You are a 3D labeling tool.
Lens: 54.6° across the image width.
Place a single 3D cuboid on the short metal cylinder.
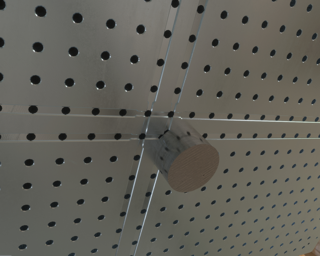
[{"bbox_3d":[0.036,0.044,0.441,0.081,0.050,0.080,-14,124,-21],"label":"short metal cylinder"}]
